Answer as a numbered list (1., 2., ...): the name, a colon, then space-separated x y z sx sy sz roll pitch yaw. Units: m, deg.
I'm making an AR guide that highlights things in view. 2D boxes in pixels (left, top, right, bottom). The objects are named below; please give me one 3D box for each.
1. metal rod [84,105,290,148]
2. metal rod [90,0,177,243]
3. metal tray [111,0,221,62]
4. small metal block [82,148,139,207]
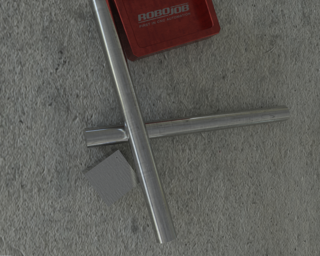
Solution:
1. metal rod: 0.051 -0.005 0.427 0.303 0.025 0.025 -7 93 -20
2. metal rod: -0.033 -0.013 0.372 0.025 0.025 0.298 -15 86 -20
3. metal tray: 0.007 -0.150 0.408 0.131 0.030 0.090 -21 97 -19
4. small metal block: -0.061 0.061 0.387 0.050 0.025 0.050 -37 102 -16
